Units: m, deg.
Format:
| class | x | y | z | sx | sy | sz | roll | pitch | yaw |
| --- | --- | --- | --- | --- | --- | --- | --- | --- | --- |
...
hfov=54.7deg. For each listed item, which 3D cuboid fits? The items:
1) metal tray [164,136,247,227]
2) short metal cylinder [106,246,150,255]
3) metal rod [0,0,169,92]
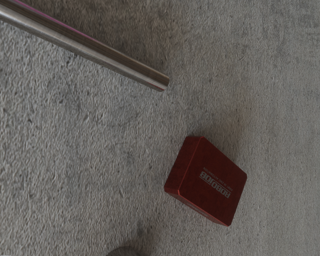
| class | x | y | z | sx | sy | sz | roll | pitch | yaw |
| --- | --- | --- | --- | --- | --- | --- | --- | --- | --- |
| metal tray | 0.073 | 0.081 | 0.463 | 0.130 | 0.030 | 0.090 | 39 | 66 | -33 |
| short metal cylinder | -0.033 | 0.186 | 0.361 | 0.081 | 0.050 | 0.080 | 0 | 90 | -40 |
| metal rod | -0.108 | -0.099 | 0.313 | 0.302 | 0.025 | 0.025 | 20 | 78 | -38 |
